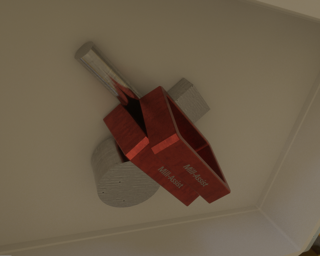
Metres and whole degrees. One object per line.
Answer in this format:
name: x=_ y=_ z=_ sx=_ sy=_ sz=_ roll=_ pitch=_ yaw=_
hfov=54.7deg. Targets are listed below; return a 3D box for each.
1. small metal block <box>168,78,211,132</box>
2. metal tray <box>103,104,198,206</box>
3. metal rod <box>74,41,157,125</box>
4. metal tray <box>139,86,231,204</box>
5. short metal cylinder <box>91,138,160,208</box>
small metal block: x=0.031 y=-0.029 z=0.407 sx=0.050 sy=0.025 sz=0.050 roll=-42 pitch=130 yaw=0
metal tray: x=-0.006 y=0.035 z=0.384 sx=0.030 sy=0.090 sz=0.130 roll=-43 pitch=130 yaw=1
metal rod: x=0.003 y=0.002 z=0.413 sx=0.025 sy=0.025 sz=0.300 roll=-43 pitch=130 yaw=1
metal tray: x=0.031 y=0.022 z=0.364 sx=0.030 sy=0.090 sz=0.130 roll=-32 pitch=131 yaw=14
short metal cylinder: x=-0.043 y=0.055 z=0.395 sx=0.081 sy=0.050 sz=0.079 roll=-11 pitch=129 yaw=-14
